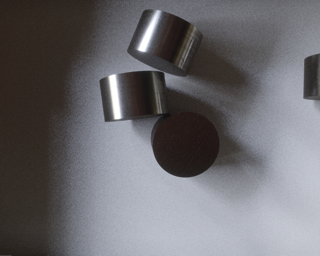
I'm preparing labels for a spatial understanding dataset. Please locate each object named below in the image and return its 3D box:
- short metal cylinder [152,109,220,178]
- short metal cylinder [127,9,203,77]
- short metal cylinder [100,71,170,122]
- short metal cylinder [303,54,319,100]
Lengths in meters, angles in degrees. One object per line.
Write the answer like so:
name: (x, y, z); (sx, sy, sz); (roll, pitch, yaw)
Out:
short metal cylinder: (0.030, 0.017, 0.394); (0.081, 0.050, 0.079); (-1, 97, -5)
short metal cylinder: (0.006, -0.103, 0.384); (0.080, 0.080, 0.050); (22, 90, 0)
short metal cylinder: (-0.031, -0.037, 0.383); (0.080, 0.080, 0.050); (-8, 90, 0)
short metal cylinder: (0.223, -0.062, 0.385); (0.081, 0.080, 0.050); (1, 90, 0)
